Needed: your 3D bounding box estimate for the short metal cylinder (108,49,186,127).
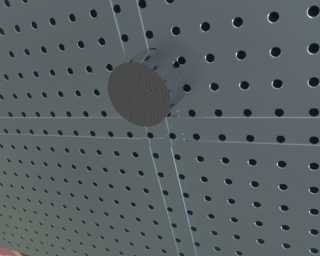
[{"bbox_3d":[-0.015,-0.048,0.373,0.080,0.050,0.080,13,124,21],"label":"short metal cylinder"}]
